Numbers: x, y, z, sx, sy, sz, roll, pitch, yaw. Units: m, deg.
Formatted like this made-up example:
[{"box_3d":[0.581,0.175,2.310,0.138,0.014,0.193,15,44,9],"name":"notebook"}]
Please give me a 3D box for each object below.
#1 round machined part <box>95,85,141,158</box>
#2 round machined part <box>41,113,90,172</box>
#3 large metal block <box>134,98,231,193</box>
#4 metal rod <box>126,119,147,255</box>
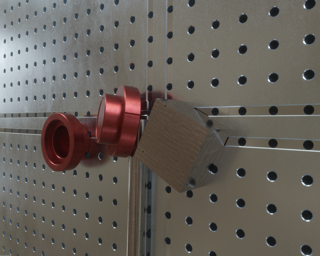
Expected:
[{"box_3d":[-0.060,-0.010,0.419,0.098,0.042,0.097,-171,89,-71],"name":"round machined part"},{"box_3d":[-0.158,0.023,0.529,0.098,0.042,0.097,0,90,40],"name":"round machined part"},{"box_3d":[0.025,0.018,0.373,0.080,0.050,0.079,34,111,34],"name":"large metal block"},{"box_3d":[-0.034,0.137,0.437,0.025,0.025,0.298,3,92,40],"name":"metal rod"}]
